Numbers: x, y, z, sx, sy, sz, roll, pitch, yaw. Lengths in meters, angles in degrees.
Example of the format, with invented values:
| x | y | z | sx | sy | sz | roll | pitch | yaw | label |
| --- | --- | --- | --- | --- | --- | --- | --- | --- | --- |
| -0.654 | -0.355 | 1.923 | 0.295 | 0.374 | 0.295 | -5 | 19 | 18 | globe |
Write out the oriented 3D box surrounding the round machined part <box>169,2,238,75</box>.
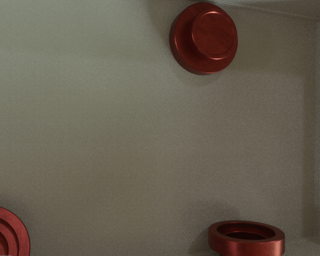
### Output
| x | y | z | sx | sy | sz | roll | pitch | yaw | label |
| --- | --- | --- | --- | --- | --- | --- | --- | --- | --- |
| 0.066 | -0.124 | 0.425 | 0.099 | 0.042 | 0.097 | 0 | 90 | -20 | round machined part |

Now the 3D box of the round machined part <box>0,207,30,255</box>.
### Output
| x | y | z | sx | sy | sz | roll | pitch | yaw | label |
| --- | --- | --- | --- | --- | --- | --- | --- | --- | --- |
| -0.188 | 0.132 | 0.319 | 0.099 | 0.042 | 0.098 | 11 | 60 | -19 | round machined part |

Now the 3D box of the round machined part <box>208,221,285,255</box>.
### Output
| x | y | z | sx | sy | sz | roll | pitch | yaw | label |
| --- | --- | --- | --- | --- | --- | --- | --- | --- | --- |
| 0.114 | 0.158 | 0.413 | 0.099 | 0.098 | 0.042 | 1 | 89 | -20 | round machined part |
